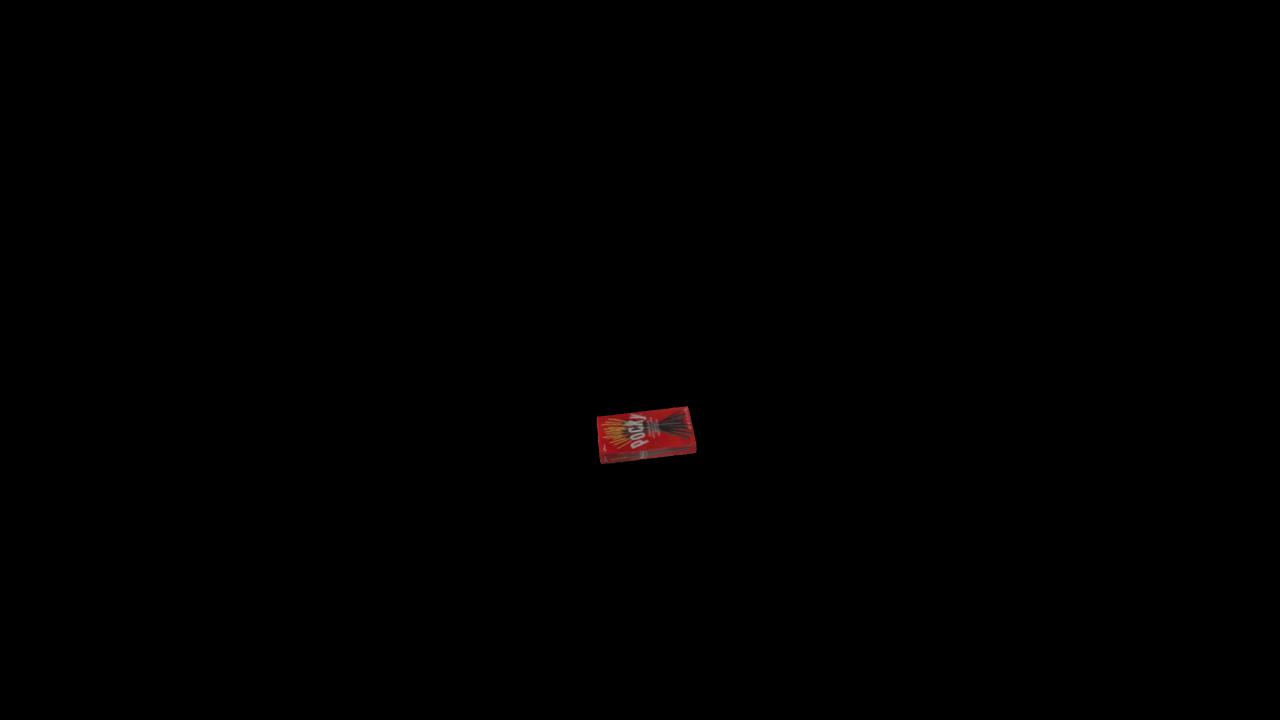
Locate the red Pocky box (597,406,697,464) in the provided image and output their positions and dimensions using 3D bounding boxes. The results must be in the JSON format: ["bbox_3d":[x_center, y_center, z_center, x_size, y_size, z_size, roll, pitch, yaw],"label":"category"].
[{"bbox_3d":[0.009,0.120,0.989,0.155,0.028,0.083,-7,44,-3],"label":"red Pocky box"}]
